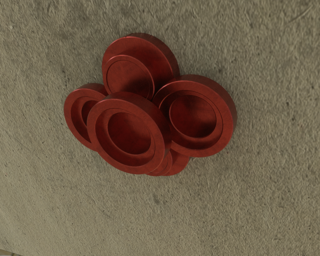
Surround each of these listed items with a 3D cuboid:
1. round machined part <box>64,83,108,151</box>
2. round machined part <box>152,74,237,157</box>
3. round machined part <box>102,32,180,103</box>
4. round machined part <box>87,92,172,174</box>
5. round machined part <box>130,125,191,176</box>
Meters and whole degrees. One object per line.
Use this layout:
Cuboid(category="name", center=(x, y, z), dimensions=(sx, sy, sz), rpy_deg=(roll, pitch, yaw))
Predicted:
Cuboid(category="round machined part", center=(-0.079, -0.017, 0.427), dimensions=(0.098, 0.042, 0.097), rpy_deg=(13, 124, 20))
Cuboid(category="round machined part", center=(0.042, -0.017, 0.364), dimensions=(0.098, 0.042, 0.097), rpy_deg=(13, 124, 20))
Cuboid(category="round machined part", center=(-0.029, -0.061, 0.373), dimensions=(0.098, 0.042, 0.097), rpy_deg=(13, 124, 20))
Cuboid(category="round machined part", center=(-0.031, 0.002, 0.359), dimensions=(0.098, 0.042, 0.097), rpy_deg=(13, 124, 20))
Cuboid(category="round machined part", center=(-0.007, 0.026, 0.415), dimensions=(0.098, 0.042, 0.097), rpy_deg=(13, 124, 20))
